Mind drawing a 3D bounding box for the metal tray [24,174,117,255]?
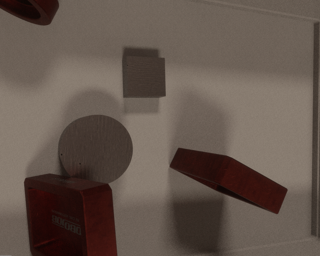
[{"bbox_3d":[-0.096,0.098,0.319,0.030,0.130,0.089,-6,93,-44],"label":"metal tray"}]

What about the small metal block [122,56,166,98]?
[{"bbox_3d":[-0.021,-0.065,0.404,0.050,0.025,0.050,-2,91,-20],"label":"small metal block"}]

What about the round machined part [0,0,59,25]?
[{"bbox_3d":[-0.150,-0.152,0.316,0.098,0.098,0.042,26,82,-19],"label":"round machined part"}]

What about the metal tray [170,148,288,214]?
[{"bbox_3d":[0.078,0.061,0.385,0.090,0.130,0.030,29,81,-18],"label":"metal tray"}]

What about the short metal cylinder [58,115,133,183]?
[{"bbox_3d":[-0.078,0.025,0.369,0.081,0.050,0.079,0,90,-21],"label":"short metal cylinder"}]
